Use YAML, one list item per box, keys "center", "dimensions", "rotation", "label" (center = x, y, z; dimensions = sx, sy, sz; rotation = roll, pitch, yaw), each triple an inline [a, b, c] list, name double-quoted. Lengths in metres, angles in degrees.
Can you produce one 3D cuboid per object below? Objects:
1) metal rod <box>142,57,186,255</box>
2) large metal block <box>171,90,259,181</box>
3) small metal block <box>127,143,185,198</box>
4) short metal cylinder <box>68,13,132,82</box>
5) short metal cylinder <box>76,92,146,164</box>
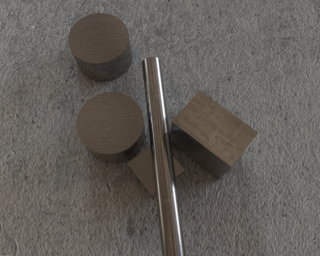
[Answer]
- center: [0.005, 0.052, 0.362]
  dimensions: [0.025, 0.025, 0.299]
  rotation: [-6, 70, -2]
  label: "metal rod"
- center: [0.060, 0.012, 0.375]
  dimensions: [0.080, 0.080, 0.050]
  rotation: [38, 75, 12]
  label: "large metal block"
- center: [-0.005, 0.052, 0.389]
  dimensions: [0.050, 0.025, 0.050]
  rotation: [-36, 74, -12]
  label: "small metal block"
- center: [-0.082, -0.112, 0.435]
  dimensions: [0.081, 0.050, 0.080]
  rotation: [0, 70, 0]
  label: "short metal cylinder"
- center: [-0.060, 0.001, 0.394]
  dimensions: [0.081, 0.050, 0.080]
  rotation: [0, 70, 0]
  label: "short metal cylinder"
